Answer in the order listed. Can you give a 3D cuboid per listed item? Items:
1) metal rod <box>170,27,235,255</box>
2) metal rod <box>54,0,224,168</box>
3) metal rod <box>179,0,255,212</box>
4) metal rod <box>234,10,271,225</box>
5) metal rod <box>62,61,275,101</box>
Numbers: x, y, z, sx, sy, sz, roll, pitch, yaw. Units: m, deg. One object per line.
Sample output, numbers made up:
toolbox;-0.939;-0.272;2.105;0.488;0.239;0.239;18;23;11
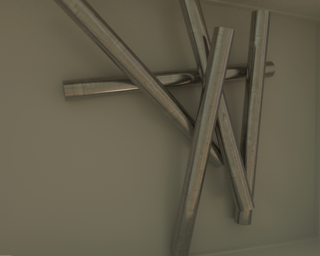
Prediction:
metal rod;0.052;0.027;0.395;0.025;0.025;0.298;6;101;-20
metal rod;-0.010;-0.050;0.380;0.300;0.025;0.025;45;76;-25
metal rod;0.076;-0.032;0.410;0.025;0.025;0.298;-19;97;-19
metal rod;0.130;-0.010;0.439;0.025;0.025;0.298;1;97;-20
metal rod;0.026;-0.067;0.419;0.302;0.025;0.025;-9;93;-20
